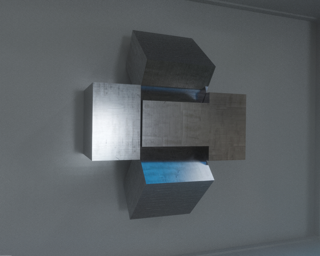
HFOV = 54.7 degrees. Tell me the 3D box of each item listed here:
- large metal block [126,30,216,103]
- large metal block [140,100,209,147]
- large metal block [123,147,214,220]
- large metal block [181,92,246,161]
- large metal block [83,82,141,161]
[{"bbox_3d":[0.009,-0.075,0.376,0.081,0.080,0.050,2,127,-20],"label":"large metal block"},{"bbox_3d":[0.005,-0.005,0.382,0.081,0.080,0.050,1,90,-20],"label":"large metal block"},{"bbox_3d":[0.007,0.066,0.375,0.081,0.079,0.050,1,48,-21],"label":"large metal block"},{"bbox_3d":[0.067,-0.002,0.405,0.050,0.080,0.080,1,90,-20],"label":"large metal block"},{"bbox_3d":[-0.058,-0.007,0.359,0.050,0.080,0.080,1,90,-20],"label":"large metal block"}]
